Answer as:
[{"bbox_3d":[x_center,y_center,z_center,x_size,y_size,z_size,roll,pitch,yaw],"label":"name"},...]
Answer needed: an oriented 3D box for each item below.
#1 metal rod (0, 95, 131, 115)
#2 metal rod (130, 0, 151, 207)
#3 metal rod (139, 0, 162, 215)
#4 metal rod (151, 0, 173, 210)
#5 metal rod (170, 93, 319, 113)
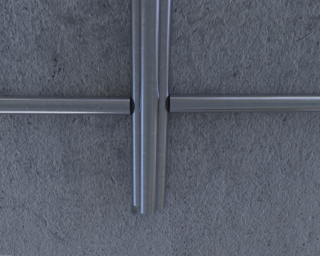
[{"bbox_3d":[-0.189,-0.030,0.397,0.302,0.025,0.025,0,110,-1],"label":"metal rod"},{"bbox_3d":[-0.025,-0.032,0.400,0.025,0.025,0.298,1,110,-1],"label":"metal rod"},{"bbox_3d":[-0.013,-0.026,0.380,0.025,0.025,0.298,1,110,-1],"label":"metal rod"},{"bbox_3d":[0.000,-0.026,0.402,0.025,0.025,0.298,1,110,-1],"label":"metal rod"},{"bbox_3d":[0.164,-0.033,0.401,0.302,0.025,0.025,0,110,-1],"label":"metal rod"}]
